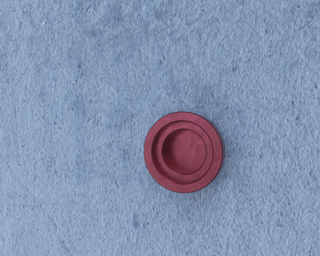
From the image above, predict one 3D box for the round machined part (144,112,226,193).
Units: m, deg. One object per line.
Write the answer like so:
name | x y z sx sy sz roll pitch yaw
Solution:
round machined part | 0.033 0.029 0.389 0.098 0.042 0.097 0 90 20
